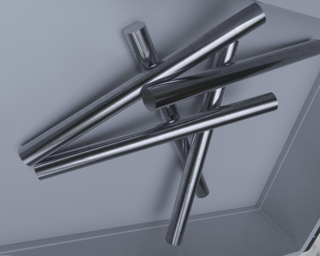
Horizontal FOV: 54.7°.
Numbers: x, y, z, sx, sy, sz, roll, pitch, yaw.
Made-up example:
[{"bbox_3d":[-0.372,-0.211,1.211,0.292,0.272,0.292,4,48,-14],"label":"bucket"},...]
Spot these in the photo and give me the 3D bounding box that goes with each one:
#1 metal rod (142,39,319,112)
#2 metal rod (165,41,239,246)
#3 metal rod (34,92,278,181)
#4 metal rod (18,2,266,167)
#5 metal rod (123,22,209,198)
[{"bbox_3d":[0.111,-0.075,0.390,0.302,0.025,0.025,-21,127,-30],"label":"metal rod"},{"bbox_3d":[0.054,0.028,0.427,0.025,0.025,0.298,5,107,-31],"label":"metal rod"},{"bbox_3d":[0.001,0.008,0.381,0.302,0.025,0.025,-16,126,-7],"label":"metal rod"},{"bbox_3d":[-0.022,-0.045,0.340,0.301,0.025,0.025,-31,130,3],"label":"metal rod"},{"bbox_3d":[0.021,0.000,0.421,0.025,0.025,0.299,-31,129,-8],"label":"metal rod"}]
